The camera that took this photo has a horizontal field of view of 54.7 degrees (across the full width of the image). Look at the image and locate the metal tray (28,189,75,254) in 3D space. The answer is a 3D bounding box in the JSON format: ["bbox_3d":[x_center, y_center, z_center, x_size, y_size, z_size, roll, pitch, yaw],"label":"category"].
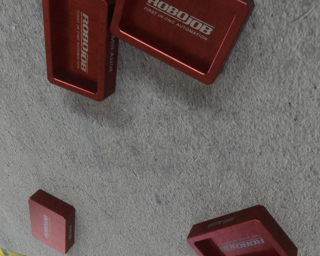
[{"bbox_3d":[-0.224,0.196,0.643,0.090,0.030,0.129,23,127,14],"label":"metal tray"}]

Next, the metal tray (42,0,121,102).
[{"bbox_3d":[-0.099,-0.106,0.389,0.090,0.030,0.129,21,127,15],"label":"metal tray"}]

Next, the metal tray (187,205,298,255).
[{"bbox_3d":[0.115,0.169,0.447,0.130,0.030,0.090,-32,101,38],"label":"metal tray"}]

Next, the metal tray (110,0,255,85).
[{"bbox_3d":[0.018,-0.114,0.323,0.130,0.030,0.089,30,128,9],"label":"metal tray"}]
